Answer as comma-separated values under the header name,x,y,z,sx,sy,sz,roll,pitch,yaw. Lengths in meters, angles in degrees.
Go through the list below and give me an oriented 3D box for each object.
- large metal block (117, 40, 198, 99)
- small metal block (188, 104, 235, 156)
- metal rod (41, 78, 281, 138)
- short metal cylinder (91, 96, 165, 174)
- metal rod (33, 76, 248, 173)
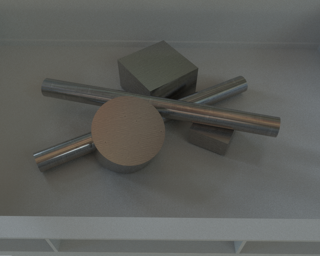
name,x,y,z,sx,sy,sz,roll,pitch,yaw
large metal block,-0.004,-0.073,0.448,0.081,0.050,0.080,-29,56,-23
small metal block,0.070,0.001,0.401,0.050,0.025,0.050,21,53,16
metal rod,-0.005,-0.028,0.394,0.301,0.025,0.025,10,51,8
short metal cylinder,-0.039,0.009,0.360,0.081,0.050,0.080,4,71,-11
metal rod,-0.012,-0.012,0.413,0.302,0.025,0.025,-22,54,-18
